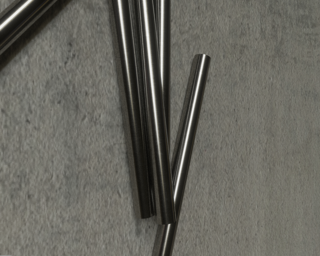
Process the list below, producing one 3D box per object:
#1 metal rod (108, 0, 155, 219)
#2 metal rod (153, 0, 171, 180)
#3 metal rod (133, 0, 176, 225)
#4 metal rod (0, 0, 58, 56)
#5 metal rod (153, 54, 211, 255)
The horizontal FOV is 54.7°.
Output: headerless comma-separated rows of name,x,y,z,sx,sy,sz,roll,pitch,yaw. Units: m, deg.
metal rod,-0.035,-0.038,0.376,0.025,0.025,0.298,-11,97,-40
metal rod,0.002,-0.075,0.407,0.025,0.025,0.298,0,90,-40
metal rod,-0.008,-0.034,0.383,0.025,0.025,0.298,-5,88,-40
metal rod,-0.115,-0.134,0.308,0.025,0.025,0.300,47,62,-30
metal rod,0.032,0.039,0.433,0.025,0.025,0.299,21,77,-39
